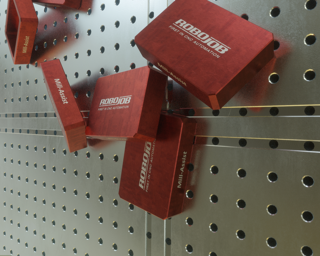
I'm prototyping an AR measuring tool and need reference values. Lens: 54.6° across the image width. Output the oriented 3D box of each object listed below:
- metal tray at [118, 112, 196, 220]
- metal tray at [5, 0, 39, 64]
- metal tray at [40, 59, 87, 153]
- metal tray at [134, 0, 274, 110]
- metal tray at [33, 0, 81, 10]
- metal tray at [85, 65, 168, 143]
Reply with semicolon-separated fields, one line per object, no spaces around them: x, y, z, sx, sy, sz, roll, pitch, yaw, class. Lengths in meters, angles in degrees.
-0.007;0.043;0.413;0.090;0.030;0.129;15;100;39;metal tray
-0.276;-0.199;0.612;0.129;0.030;0.090;-46;61;49;metal tray
-0.156;-0.035;0.506;0.130;0.030;0.090;63;159;21;metal tray
0.045;-0.090;0.341;0.090;0.030;0.130;-44;58;-6;metal tray
-0.188;-0.268;0.563;0.130;0.030;0.089;21;104;38;metal tray
-0.050;-0.029;0.421;0.130;0.030;0.090;0;76;50;metal tray
